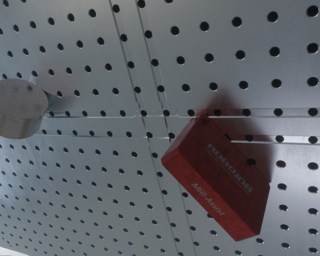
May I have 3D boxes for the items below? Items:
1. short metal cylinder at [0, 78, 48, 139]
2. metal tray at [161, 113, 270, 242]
[{"bbox_3d":[-0.218,-0.030,0.472,0.080,0.080,0.050,39,129,1],"label":"short metal cylinder"},{"bbox_3d":[0.071,0.055,0.365,0.130,0.090,0.030,47,129,-5],"label":"metal tray"}]
